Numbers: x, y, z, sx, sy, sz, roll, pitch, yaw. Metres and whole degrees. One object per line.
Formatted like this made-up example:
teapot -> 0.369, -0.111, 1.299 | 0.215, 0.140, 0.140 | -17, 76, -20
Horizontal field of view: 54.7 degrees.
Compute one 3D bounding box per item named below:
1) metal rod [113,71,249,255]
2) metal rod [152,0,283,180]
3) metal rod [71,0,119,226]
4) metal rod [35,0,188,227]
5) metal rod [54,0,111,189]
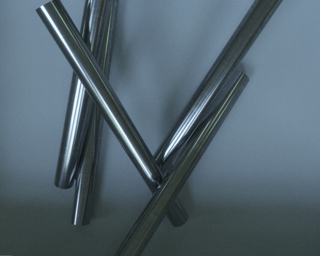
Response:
metal rod -> 0.026, 0.051, 0.372 | 0.025, 0.025, 0.300 | 35, 74, 0
metal rod -> 0.063, -0.053, 0.363 | 0.025, 0.025, 0.298 | 32, 110, 0
metal rod -> -0.086, -0.023, 0.410 | 0.025, 0.025, 0.298 | 7, 90, 0
metal rod -> -0.040, 0.003, 0.352 | 0.025, 0.025, 0.299 | -29, 114, 0
metal rod -> -0.087, -0.056, 0.351 | 0.025, 0.025, 0.298 | 18, 114, 0
